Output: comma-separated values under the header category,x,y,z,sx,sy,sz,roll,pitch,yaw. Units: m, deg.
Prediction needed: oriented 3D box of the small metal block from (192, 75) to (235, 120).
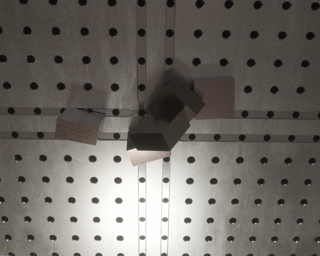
category,x,y,z,sx,sy,sz,roll,pitch,yaw
small metal block,0.068,-0.039,0.400,0.050,0.025,0.050,-4,110,1

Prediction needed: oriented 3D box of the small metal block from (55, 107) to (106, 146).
category,x,y,z,sx,sy,sz,roll,pitch,yaw
small metal block,-0.101,-0.003,0.397,0.050,0.050,0.025,12,110,-5

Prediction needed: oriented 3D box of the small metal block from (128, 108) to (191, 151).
category,x,y,z,sx,sy,sz,roll,pitch,yaw
small metal block,0.000,0.002,0.369,0.050,0.050,0.025,-2,123,39

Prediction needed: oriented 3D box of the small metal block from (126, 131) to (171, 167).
category,x,y,z,sx,sy,sz,roll,pitch,yaw
small metal block,-0.015,0.020,0.405,0.050,0.050,0.025,-16,119,5

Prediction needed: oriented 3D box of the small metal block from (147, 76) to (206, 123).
category,x,y,z,sx,sy,sz,roll,pitch,yaw
small metal block,0.019,-0.027,0.386,0.050,0.025,0.050,43,139,-2
